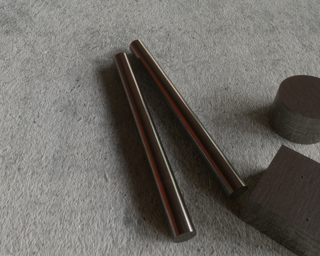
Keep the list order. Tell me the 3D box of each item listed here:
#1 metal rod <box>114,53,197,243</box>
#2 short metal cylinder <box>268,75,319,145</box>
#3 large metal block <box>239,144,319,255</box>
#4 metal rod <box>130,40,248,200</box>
[{"bbox_3d":[-0.018,0.000,0.402,0.025,0.025,0.300,-13,51,-11],"label":"metal rod"},{"bbox_3d":[0.191,-0.025,0.409,0.081,0.050,0.080,0,50,0],"label":"short metal cylinder"},{"bbox_3d":[0.142,0.077,0.323,0.080,0.050,0.080,30,56,22],"label":"large metal block"},{"bbox_3d":[0.024,-0.032,0.430,0.025,0.025,0.300,-20,53,-16],"label":"metal rod"}]
